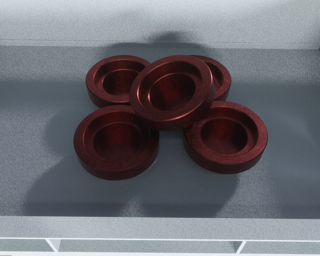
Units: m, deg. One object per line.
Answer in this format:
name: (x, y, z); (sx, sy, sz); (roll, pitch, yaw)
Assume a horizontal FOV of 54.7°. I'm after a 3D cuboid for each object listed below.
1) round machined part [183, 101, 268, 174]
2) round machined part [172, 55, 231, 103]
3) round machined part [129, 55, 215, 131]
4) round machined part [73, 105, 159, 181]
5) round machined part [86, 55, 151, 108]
round machined part: (0.077, 0.015, 0.380); (0.099, 0.042, 0.098); (0, 50, 0)
round machined part: (0.048, -0.057, 0.441); (0.099, 0.042, 0.098); (0, 50, 0)
round machined part: (0.017, -0.037, 0.368); (0.098, 0.042, 0.098); (-10, 54, 15)
round machined part: (-0.050, 0.021, 0.373); (0.099, 0.042, 0.098); (0, 50, 0)
round machined part: (-0.052, -0.057, 0.439); (0.099, 0.042, 0.098); (0, 50, 0)
